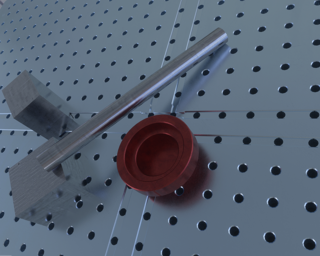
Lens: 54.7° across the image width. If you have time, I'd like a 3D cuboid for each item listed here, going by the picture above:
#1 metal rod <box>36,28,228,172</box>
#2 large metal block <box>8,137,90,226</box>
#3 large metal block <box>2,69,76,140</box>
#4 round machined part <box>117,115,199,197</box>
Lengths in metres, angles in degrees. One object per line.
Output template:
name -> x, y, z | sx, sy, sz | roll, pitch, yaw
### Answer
metal rod -> -0.029, -0.044, 0.416 | 0.301, 0.025, 0.025 | -37, 50, -11
large metal block -> -0.154, 0.073, 0.428 | 0.080, 0.050, 0.080 | -36, 51, 4
large metal block -> -0.194, -0.035, 0.496 | 0.050, 0.080, 0.080 | -42, 51, -1
round machined part -> 0.001, 0.036, 0.375 | 0.098, 0.042, 0.098 | -13, 56, 21
